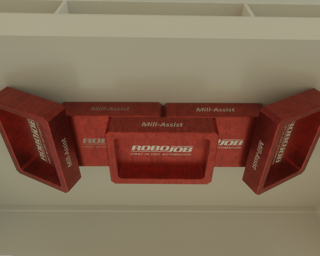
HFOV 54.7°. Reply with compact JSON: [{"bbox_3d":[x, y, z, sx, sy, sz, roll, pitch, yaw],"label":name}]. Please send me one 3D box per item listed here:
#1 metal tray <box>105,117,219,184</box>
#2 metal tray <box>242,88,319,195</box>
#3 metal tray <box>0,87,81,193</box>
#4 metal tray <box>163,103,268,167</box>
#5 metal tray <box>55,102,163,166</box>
[{"bbox_3d":[0.002,0.030,0.390,0.131,0.030,0.089,1,130,-1],"label":"metal tray"},{"bbox_3d":[0.160,0.020,0.397,0.091,0.030,0.129,-19,134,-21],"label":"metal tray"},{"bbox_3d":[-0.155,0.018,0.394,0.090,0.030,0.129,17,133,19],"label":"metal tray"},{"bbox_3d":[0.069,0.011,0.415,0.131,0.030,0.089,0,130,0],"label":"metal tray"},{"bbox_3d":[-0.062,0.010,0.413,0.131,0.030,0.089,0,130,0],"label":"metal tray"}]
